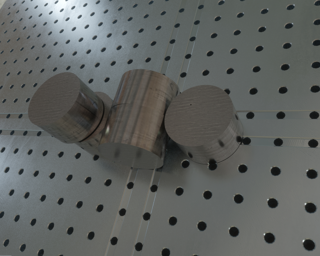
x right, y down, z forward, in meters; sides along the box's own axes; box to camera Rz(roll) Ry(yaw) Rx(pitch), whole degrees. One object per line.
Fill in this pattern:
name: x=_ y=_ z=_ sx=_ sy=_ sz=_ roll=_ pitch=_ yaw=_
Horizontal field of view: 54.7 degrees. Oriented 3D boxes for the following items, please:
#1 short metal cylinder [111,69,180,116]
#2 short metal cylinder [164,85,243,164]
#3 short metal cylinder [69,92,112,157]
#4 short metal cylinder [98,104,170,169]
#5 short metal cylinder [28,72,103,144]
short metal cylinder: x=-0.019 y=-0.032 z=0.403 sx=0.080 sy=0.080 sz=0.050 roll=1 pitch=63 yaw=29
short metal cylinder: x=0.052 y=-0.004 z=0.366 sx=0.080 sy=0.050 sz=0.080 roll=-13 pitch=56 yaw=21
short metal cylinder: x=-0.089 y=-0.005 z=0.442 sx=0.080 sy=0.050 sz=0.080 roll=-13 pitch=56 yaw=21
short metal cylinder: x=-0.030 y=0.013 z=0.381 sx=0.080 sy=0.080 sz=0.050 roll=-1 pitch=62 yaw=28
short metal cylinder: x=-0.123 y=-0.026 z=0.406 sx=0.080 sy=0.050 sz=0.080 roll=-13 pitch=56 yaw=21
